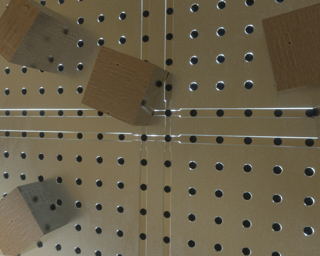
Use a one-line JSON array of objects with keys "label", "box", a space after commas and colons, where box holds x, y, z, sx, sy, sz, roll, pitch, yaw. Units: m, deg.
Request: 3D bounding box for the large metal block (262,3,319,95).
[{"label": "large metal block", "box": [0.163, -0.086, 0.342, 0.080, 0.050, 0.080, -12, 86, 19]}]

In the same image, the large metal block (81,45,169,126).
[{"label": "large metal block", "box": [-0.046, -0.055, 0.415, 0.080, 0.050, 0.080, 23, 98, 18]}]

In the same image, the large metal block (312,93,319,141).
[{"label": "large metal block", "box": [0.205, -0.015, 0.311, 0.080, 0.080, 0.050, -8, 87, 19]}]

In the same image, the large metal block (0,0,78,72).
[{"label": "large metal block", "box": [-0.181, -0.133, 0.445, 0.050, 0.080, 0.080, 41, 103, 15]}]

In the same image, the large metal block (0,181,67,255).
[{"label": "large metal block", "box": [-0.205, 0.139, 0.470, 0.080, 0.050, 0.080, -38, 78, 16]}]
